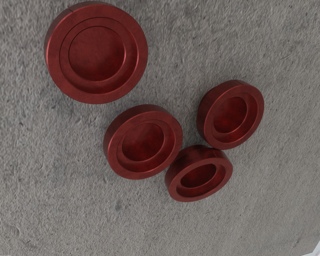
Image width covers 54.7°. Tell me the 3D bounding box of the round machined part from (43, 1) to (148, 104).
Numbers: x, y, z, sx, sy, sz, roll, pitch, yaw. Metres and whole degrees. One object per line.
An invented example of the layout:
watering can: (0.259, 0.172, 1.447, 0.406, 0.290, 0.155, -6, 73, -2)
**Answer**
round machined part: (-0.065, -0.077, 0.312, 0.099, 0.042, 0.097, -14, 124, -21)

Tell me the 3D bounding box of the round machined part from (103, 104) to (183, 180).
round machined part: (-0.024, 0.014, 0.391, 0.099, 0.042, 0.097, -14, 124, -21)

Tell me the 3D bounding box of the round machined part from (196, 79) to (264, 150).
round machined part: (0.092, -0.022, 0.432, 0.099, 0.042, 0.097, -14, 123, -22)

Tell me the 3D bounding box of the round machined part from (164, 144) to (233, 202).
round machined part: (0.053, 0.062, 0.454, 0.099, 0.042, 0.097, -13, 136, -13)
